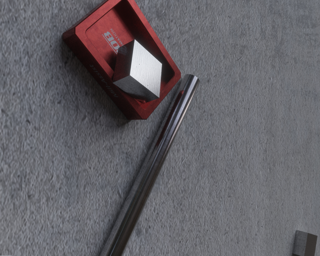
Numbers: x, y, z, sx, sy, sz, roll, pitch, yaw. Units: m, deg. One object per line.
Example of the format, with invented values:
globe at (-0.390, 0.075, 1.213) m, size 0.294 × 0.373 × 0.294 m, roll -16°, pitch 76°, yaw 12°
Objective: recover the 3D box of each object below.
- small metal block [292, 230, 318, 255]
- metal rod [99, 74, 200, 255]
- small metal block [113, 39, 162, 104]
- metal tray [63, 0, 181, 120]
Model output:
small metal block at (0.317, 0.254, 0.676) m, size 0.050 × 0.025 × 0.050 m, roll 26°, pitch 74°, yaw -37°
metal rod at (-0.014, 0.058, 0.394) m, size 0.025 × 0.025 × 0.300 m, roll 39°, pitch 66°, yaw -34°
small metal block at (-0.024, -0.063, 0.355) m, size 0.050 × 0.025 × 0.050 m, roll 34°, pitch 50°, yaw -43°
metal tray at (-0.038, -0.084, 0.370) m, size 0.090 × 0.030 × 0.130 m, roll -52°, pitch 121°, yaw -27°
